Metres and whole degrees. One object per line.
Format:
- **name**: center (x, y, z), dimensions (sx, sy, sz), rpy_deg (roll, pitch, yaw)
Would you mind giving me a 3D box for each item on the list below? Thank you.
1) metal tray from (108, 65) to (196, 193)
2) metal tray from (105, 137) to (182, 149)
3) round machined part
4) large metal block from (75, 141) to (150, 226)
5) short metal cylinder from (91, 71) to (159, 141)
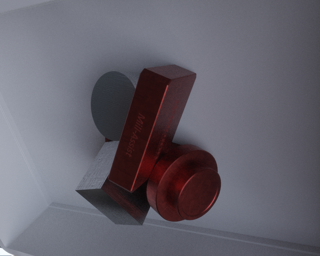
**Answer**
- **metal tray**: center (-0.007, -0.003, 0.345), dimensions (0.030, 0.090, 0.129), rpy_deg (26, 112, 16)
- **metal tray**: center (-0.014, 0.057, 0.443), dimensions (0.130, 0.030, 0.089), rpy_deg (16, 125, 18)
- **round machined part**: center (0.036, 0.073, 0.380), dimensions (0.042, 0.099, 0.097), rpy_deg (29, 136, 49)
- **large metal block**: center (-0.049, 0.071, 0.410), dimensions (0.050, 0.080, 0.080), rpy_deg (-13, 128, 39)
- **short metal cylinder**: center (-0.037, -0.027, 0.373), dimensions (0.080, 0.050, 0.079), rpy_deg (5, 99, 38)
